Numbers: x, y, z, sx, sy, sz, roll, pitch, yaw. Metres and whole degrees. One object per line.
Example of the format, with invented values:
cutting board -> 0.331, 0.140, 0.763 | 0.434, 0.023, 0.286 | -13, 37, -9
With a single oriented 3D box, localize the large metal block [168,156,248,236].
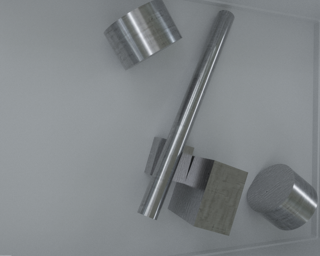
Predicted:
large metal block -> 0.060, 0.083, 0.405 | 0.050, 0.080, 0.080 | 21, 83, -19

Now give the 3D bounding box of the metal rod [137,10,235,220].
metal rod -> 0.040, -0.029, 0.406 | 0.025, 0.025, 0.299 | 28, 73, -18

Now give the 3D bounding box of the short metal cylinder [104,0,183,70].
short metal cylinder -> -0.020, -0.111, 0.375 | 0.080, 0.080, 0.050 | -33, 101, -17

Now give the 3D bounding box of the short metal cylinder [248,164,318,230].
short metal cylinder -> 0.175, 0.099, 0.448 | 0.050, 0.080, 0.080 | 38, 78, -17

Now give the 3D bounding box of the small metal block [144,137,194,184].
small metal block -> 0.012, 0.043, 0.416 | 0.050, 0.025, 0.050 | 18, 84, -20
